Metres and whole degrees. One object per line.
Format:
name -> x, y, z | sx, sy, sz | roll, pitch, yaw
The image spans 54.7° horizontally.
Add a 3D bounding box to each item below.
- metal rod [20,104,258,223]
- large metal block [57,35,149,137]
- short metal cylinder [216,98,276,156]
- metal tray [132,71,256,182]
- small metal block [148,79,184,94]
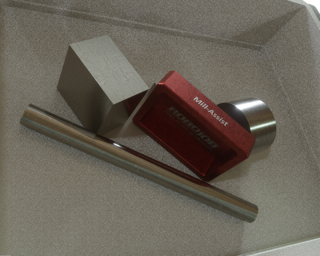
metal rod -> -0.013, 0.048, 0.369 | 0.301, 0.025, 0.025 | 26, 53, -13
large metal block -> -0.070, -0.046, 0.360 | 0.050, 0.080, 0.080 | -30, 79, -38
short metal cylinder -> 0.111, 0.001, 0.430 | 0.050, 0.080, 0.080 | -13, 69, -33
metal tray -> 0.038, 0.002, 0.382 | 0.130, 0.090, 0.030 | 40, 50, -2
small metal block -> 0.019, -0.044, 0.441 | 0.050, 0.025, 0.050 | -22, 74, -36
